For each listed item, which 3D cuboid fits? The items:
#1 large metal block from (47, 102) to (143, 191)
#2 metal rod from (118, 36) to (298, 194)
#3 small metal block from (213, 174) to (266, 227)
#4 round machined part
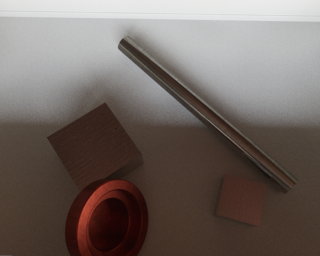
[{"bbox_3d":[-0.077,0.029,0.385,0.080,0.050,0.080,-33,74,-12],"label":"large metal block"},{"bbox_3d":[0.055,-0.026,0.419,0.300,0.025,0.025,43,75,13],"label":"metal rod"},{"bbox_3d":[0.097,0.089,0.378,0.050,0.025,0.050,15,71,5],"label":"small metal block"},{"bbox_3d":[-0.062,0.105,0.343,0.042,0.098,0.098,-6,64,41],"label":"round machined part"}]
